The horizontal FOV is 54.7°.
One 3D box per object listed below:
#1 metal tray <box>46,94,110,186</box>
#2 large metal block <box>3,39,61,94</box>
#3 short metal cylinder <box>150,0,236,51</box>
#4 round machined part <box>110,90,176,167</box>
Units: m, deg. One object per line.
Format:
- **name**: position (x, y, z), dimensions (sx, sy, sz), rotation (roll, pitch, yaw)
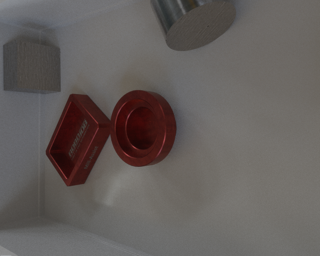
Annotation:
- **metal tray**: position (-0.137, 0.020, 0.513), dimensions (0.090, 0.030, 0.129), rotation (45, 116, 30)
- **large metal block**: position (-0.229, -0.106, 0.556), dimensions (0.050, 0.081, 0.079), rotation (-2, 89, 40)
- **short metal cylinder**: position (0.036, -0.129, 0.340), dimensions (0.080, 0.081, 0.050), rotation (-32, 70, 35)
- **round machined part**: position (-0.017, 0.001, 0.408), dimensions (0.098, 0.042, 0.097), rotation (0, 90, 39)
